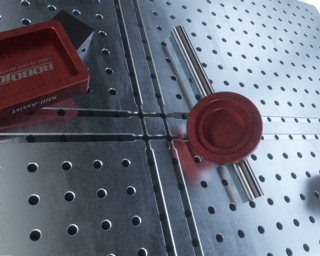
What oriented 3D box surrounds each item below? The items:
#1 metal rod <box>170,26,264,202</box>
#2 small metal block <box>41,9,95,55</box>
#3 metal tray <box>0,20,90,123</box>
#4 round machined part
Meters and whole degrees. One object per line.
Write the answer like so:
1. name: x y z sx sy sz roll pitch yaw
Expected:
1. metal rod: 0.080 -0.035 0.474 0.025 0.025 0.299 -8 66 -32
2. small metal block: -0.125 -0.124 0.418 0.050 0.025 0.050 31 52 -9
3. metal tray: -0.157 -0.063 0.342 0.131 0.030 0.090 -25 75 -25
4. round machined part: 0.088 0.003 0.424 0.098 0.042 0.098 -4 73 14
